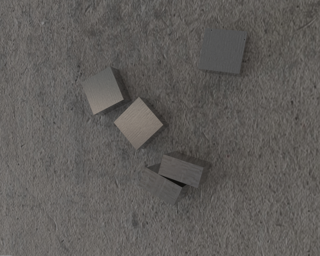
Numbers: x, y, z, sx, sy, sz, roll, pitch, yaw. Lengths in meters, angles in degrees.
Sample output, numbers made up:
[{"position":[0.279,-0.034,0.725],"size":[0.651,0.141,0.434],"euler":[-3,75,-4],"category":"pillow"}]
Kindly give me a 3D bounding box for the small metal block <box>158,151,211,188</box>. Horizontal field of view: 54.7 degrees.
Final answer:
[{"position":[0.032,0.050,0.384],"size":[0.050,0.050,0.025],"euler":[17,96,19],"category":"small metal block"}]

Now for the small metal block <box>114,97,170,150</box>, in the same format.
[{"position":[-0.025,-0.006,0.418],"size":[0.050,0.025,0.050],"euler":[-44,77,14],"category":"small metal block"}]

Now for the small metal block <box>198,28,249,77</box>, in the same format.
[{"position":[0.078,-0.093,0.381],"size":[0.050,0.025,0.050],"euler":[11,94,19],"category":"small metal block"}]

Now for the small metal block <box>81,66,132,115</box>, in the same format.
[{"position":[-0.075,-0.051,0.436],"size":[0.050,0.025,0.050],"euler":[-25,82,18],"category":"small metal block"}]

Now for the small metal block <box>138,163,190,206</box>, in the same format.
[{"position":[0.008,0.070,0.393],"size":[0.050,0.050,0.025],"euler":[27,99,18],"category":"small metal block"}]
